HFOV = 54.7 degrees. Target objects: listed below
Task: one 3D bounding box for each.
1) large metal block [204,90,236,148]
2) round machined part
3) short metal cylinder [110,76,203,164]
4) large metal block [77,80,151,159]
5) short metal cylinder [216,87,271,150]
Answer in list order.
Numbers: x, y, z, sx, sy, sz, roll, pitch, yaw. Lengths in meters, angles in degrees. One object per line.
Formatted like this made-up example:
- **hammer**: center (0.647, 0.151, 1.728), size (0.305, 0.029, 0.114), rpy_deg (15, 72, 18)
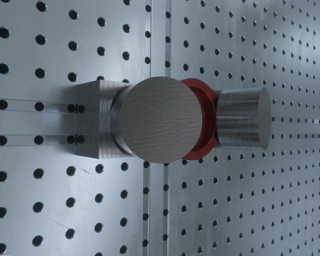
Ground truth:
- **large metal block**: center (0.070, -0.013, 0.451), size (0.081, 0.050, 0.080), rpy_deg (-1, 91, -40)
- **round machined part**: center (0.028, -0.011, 0.383), size (0.099, 0.042, 0.097), rpy_deg (0, 90, -40)
- **short metal cylinder**: center (-0.006, -0.008, 0.306), size (0.081, 0.050, 0.079), rpy_deg (0, 91, -19)
- **large metal block**: center (-0.046, -0.008, 0.354), size (0.081, 0.050, 0.080), rpy_deg (1, 90, -40)
- **short metal cylinder**: center (0.111, -0.012, 0.404), size (0.080, 0.050, 0.080), rpy_deg (1, 89, -60)
